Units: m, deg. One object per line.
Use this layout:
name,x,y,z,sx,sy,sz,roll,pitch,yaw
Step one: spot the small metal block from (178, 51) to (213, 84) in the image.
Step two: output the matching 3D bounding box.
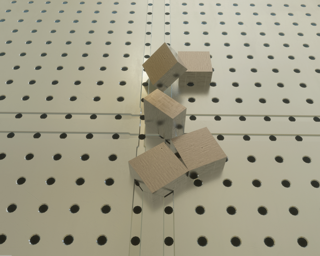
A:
small metal block,0.054,-0.096,0.489,0.050,0.025,0.050,0,50,-1

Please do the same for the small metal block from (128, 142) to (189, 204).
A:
small metal block,-0.002,0.051,0.364,0.050,0.025,0.050,-28,56,-22

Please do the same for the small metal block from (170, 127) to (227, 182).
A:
small metal block,0.046,0.031,0.382,0.050,0.025,0.050,-18,53,-15

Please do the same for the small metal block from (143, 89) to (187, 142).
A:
small metal block,0.006,-0.015,0.404,0.050,0.050,0.025,36,59,26

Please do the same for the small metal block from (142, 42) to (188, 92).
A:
small metal block,0.006,-0.092,0.468,0.050,0.025,0.050,-41,51,19
